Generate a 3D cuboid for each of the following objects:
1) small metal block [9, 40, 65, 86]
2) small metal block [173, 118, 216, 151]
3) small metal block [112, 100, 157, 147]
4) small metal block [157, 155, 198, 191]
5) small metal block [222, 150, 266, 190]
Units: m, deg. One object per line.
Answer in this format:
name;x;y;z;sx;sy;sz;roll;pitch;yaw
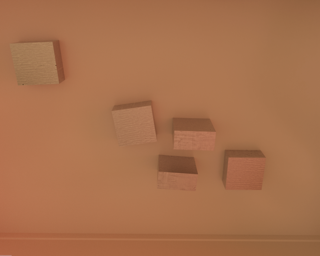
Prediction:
small metal block;-0.149;-0.080;0.380;0.050;0.025;0.050;-2;110;0
small metal block;0.042;0.007;0.401;0.050;0.050;0.025;2;110;-1
small metal block;-0.032;-0.006;0.409;0.050;0.025;0.050;-8;110;3
small metal block;0.022;0.060;0.420;0.050;0.050;0.025;4;110;-2
small metal block;0.116;0.059;0.434;0.050;0.025;0.050;1;110;-1
